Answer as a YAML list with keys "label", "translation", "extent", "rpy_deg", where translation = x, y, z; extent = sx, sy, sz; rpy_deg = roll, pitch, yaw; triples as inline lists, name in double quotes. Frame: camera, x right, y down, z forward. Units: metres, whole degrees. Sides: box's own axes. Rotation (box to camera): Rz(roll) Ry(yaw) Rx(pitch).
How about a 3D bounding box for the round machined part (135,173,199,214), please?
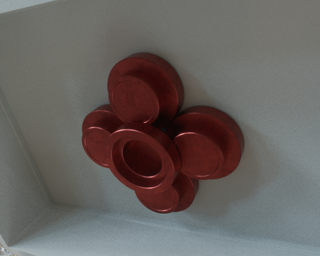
- label: "round machined part"
  translation: [0.002, 0.083, 0.445]
  extent: [0.098, 0.042, 0.097]
  rpy_deg: [12, 122, 20]

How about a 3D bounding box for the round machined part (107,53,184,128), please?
- label: "round machined part"
  translation: [-0.024, -0.039, 0.382]
  extent: [0.098, 0.042, 0.097]
  rpy_deg: [13, 124, 21]

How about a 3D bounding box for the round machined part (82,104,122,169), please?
- label: "round machined part"
  translation: [-0.072, 0.019, 0.444]
  extent: [0.098, 0.042, 0.097]
  rpy_deg: [13, 124, 21]

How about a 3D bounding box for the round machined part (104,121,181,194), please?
- label: "round machined part"
  translation: [-0.019, 0.034, 0.399]
  extent: [0.098, 0.042, 0.097]
  rpy_deg: [13, 124, 21]

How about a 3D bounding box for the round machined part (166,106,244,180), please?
- label: "round machined part"
  translation: [0.051, 0.025, 0.384]
  extent: [0.098, 0.042, 0.097]
  rpy_deg: [13, 124, 21]
